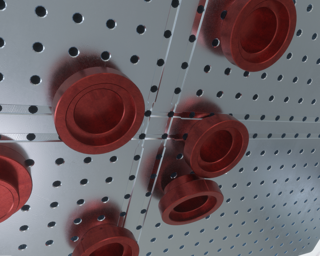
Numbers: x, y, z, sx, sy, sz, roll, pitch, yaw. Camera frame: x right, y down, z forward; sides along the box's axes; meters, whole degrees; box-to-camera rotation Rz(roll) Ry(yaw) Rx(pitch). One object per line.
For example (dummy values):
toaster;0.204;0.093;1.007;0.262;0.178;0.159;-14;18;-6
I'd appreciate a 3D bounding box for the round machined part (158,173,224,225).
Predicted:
round machined part;0.044;0.107;0.477;0.099;0.042;0.098;-13;140;-11

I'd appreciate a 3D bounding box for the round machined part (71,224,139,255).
round machined part;-0.085;0.185;0.468;0.099;0.042;0.097;-14;124;-21

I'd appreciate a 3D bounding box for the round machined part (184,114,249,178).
round machined part;0.077;0.022;0.455;0.099;0.042;0.097;-14;124;-21

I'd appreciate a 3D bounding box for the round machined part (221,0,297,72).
round machined part;0.117;-0.123;0.387;0.099;0.042;0.097;-14;124;-21

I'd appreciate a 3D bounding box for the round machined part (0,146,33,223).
round machined part;-0.192;0.069;0.338;0.099;0.042;0.097;-14;124;-21

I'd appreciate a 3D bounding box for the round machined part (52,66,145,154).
round machined part;-0.070;-0.022;0.348;0.099;0.042;0.097;-14;124;-21
